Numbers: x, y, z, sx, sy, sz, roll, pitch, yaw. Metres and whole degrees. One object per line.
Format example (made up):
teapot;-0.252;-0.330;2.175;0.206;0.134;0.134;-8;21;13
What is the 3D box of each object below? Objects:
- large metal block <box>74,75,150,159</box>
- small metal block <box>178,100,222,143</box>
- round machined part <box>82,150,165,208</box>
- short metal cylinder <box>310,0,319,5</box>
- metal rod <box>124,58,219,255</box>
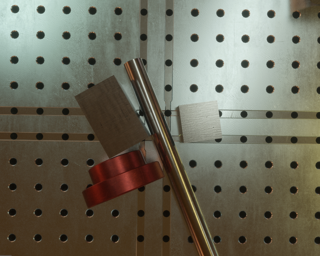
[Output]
large metal block;-0.054;-0.013;0.385;0.050;0.080;0.080;-29;90;0
small metal block;0.053;-0.008;0.414;0.050;0.025;0.050;-8;90;-1
round machined part;-0.048;0.059;0.377;0.098;0.098;0.042;-23;81;0
short metal cylinder;0.232;-0.195;0.389;0.081;0.080;0.050;-1;90;-1
metal rod;0.018;0.051;0.413;0.025;0.025;0.299;-21;90;0
